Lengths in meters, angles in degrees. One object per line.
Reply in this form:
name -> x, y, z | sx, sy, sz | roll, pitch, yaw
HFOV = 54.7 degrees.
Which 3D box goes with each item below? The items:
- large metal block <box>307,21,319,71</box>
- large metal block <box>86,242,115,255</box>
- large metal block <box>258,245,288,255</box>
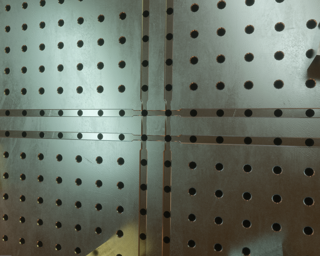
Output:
large metal block -> 0.202, -0.085, 0.313 | 0.080, 0.080, 0.050 | 13, 94, 19
large metal block -> -0.107, 0.211, 0.420 | 0.080, 0.080, 0.050 | -41, 78, 15
large metal block -> 0.127, 0.196, 0.354 | 0.080, 0.050, 0.080 | -34, 79, 16
